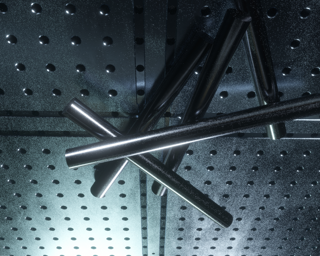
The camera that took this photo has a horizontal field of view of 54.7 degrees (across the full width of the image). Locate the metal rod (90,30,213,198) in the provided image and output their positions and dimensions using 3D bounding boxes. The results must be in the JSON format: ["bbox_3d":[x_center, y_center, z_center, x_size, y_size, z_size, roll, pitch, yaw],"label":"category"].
[{"bbox_3d":[-0.025,0.002,0.412,0.025,0.025,0.298,23,126,-19],"label":"metal rod"}]

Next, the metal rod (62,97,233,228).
[{"bbox_3d":[-0.001,0.060,0.424,0.025,0.025,0.301,-37,118,27],"label":"metal rod"}]

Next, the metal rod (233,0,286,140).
[{"bbox_3d":[0.100,-0.098,0.329,0.025,0.025,0.299,-18,128,14],"label":"metal rod"}]

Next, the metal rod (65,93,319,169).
[{"bbox_3d":[0.040,0.004,0.365,0.302,0.025,0.025,-13,130,1],"label":"metal rod"}]

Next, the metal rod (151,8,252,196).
[{"bbox_3d":[0.037,-0.005,0.394,0.025,0.025,0.298,11,134,-10],"label":"metal rod"}]
